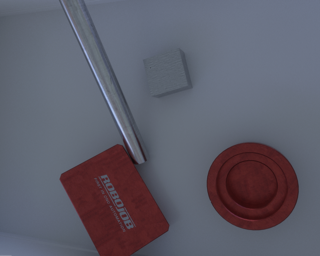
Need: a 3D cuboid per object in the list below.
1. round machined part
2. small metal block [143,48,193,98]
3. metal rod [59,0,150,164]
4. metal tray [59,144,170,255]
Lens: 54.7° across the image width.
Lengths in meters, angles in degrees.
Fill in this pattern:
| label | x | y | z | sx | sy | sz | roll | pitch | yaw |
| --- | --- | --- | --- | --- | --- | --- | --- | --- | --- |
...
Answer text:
| label | x | y | z | sx | sy | sz | roll | pitch | yaw |
| --- | --- | --- | --- | --- | --- | --- | --- | --- | --- |
| round machined part | 0.108 | 0.065 | 0.363 | 0.098 | 0.042 | 0.097 | 0 | 90 | 19 |
| small metal block | 0.010 | -0.071 | 0.406 | 0.050 | 0.025 | 0.050 | -14 | 85 | 19 |
| metal rod | -0.076 | -0.086 | 0.364 | 0.025 | 0.025 | 0.298 | -13 | 114 | 19 |
| metal tray | -0.059 | 0.098 | 0.404 | 0.091 | 0.030 | 0.130 | -29 | 79 | -15 |
